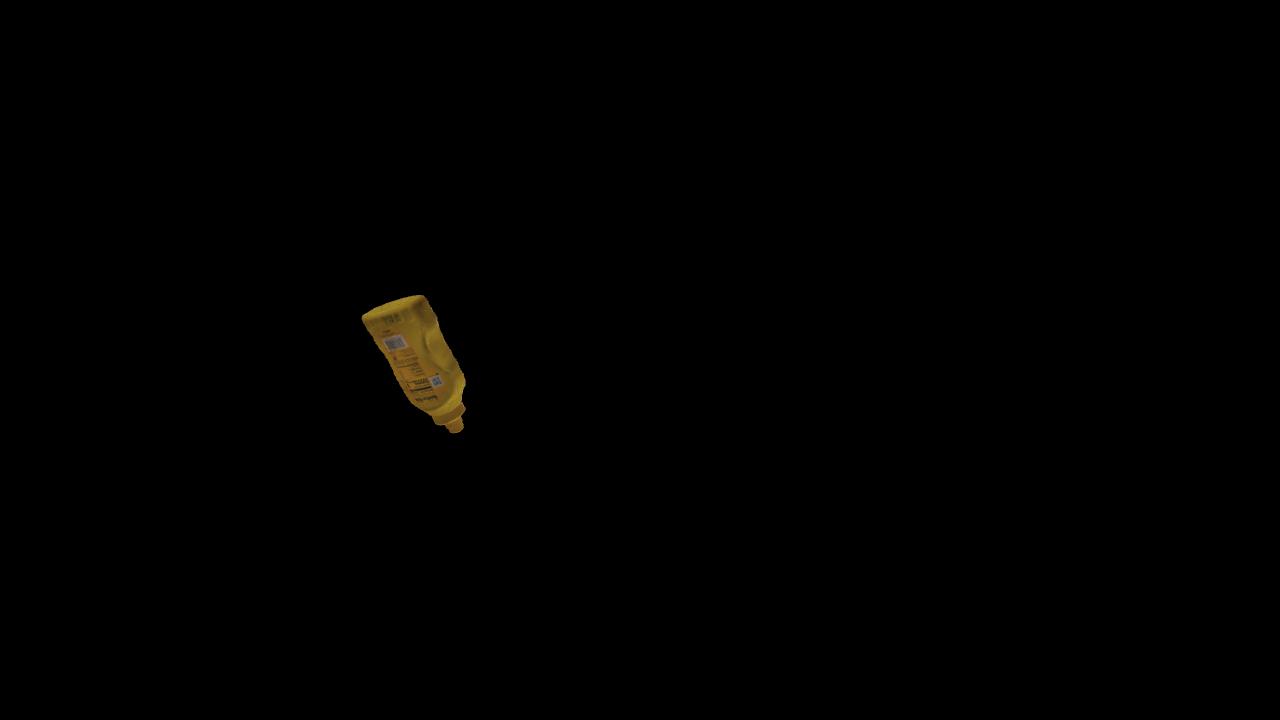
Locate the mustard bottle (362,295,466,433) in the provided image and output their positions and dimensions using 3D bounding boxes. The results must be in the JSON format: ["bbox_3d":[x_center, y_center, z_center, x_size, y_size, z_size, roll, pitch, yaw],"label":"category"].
[{"bbox_3d":[-0.268,0.014,0.771,0.092,0.184,0.054,-12,23,20],"label":"mustard bottle"}]
